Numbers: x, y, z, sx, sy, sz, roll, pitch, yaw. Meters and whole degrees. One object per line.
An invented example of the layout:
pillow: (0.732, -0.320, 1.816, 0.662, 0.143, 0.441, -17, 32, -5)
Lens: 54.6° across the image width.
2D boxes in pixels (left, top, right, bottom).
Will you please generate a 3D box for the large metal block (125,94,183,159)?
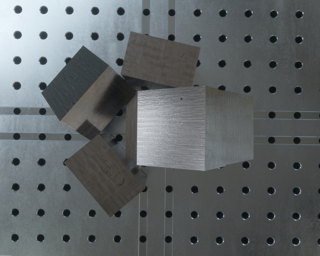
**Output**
large metal block: (-0.001, -0.002, 0.401, 0.080, 0.050, 0.080, 1, 90, 0)

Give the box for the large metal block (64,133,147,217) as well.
large metal block: (-0.062, 0.053, 0.384, 0.050, 0.080, 0.080, -40, 91, 0)

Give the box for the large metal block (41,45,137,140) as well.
large metal block: (-0.088, -0.044, 0.379, 0.080, 0.080, 0.050, -49, 134, 0)

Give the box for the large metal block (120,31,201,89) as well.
large metal block: (0.001, -0.075, 0.386, 0.080, 0.080, 0.050, 13, 90, 0)

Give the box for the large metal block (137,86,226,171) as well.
large metal block: (0.023, 0.000, 0.332, 0.080, 0.050, 0.080, 0, 89, 34)

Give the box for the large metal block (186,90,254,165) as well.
large metal block: (0.075, 0.000, 0.378, 0.050, 0.080, 0.080, 0, 89, 38)
